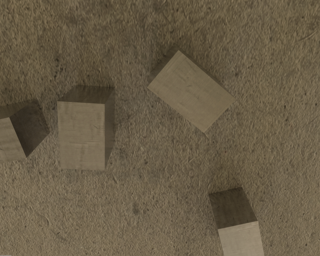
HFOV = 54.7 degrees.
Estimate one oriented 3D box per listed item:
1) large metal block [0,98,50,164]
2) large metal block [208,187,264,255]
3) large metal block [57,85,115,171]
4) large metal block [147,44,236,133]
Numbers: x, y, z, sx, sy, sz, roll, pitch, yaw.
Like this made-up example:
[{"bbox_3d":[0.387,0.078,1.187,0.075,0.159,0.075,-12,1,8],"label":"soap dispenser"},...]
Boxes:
[{"bbox_3d":[-0.195,0.006,0.381,0.080,0.080,0.050,-12,110,4],"label":"large metal block"},{"bbox_3d":[0.106,0.142,0.434,0.050,0.080,0.080,-14,110,5],"label":"large metal block"},{"bbox_3d":[-0.086,-0.003,0.378,0.050,0.080,0.079,3,110,-1],"label":"large metal block"},{"bbox_3d":[0.033,-0.050,0.362,0.080,0.080,0.050,38,106,-13],"label":"large metal block"}]
